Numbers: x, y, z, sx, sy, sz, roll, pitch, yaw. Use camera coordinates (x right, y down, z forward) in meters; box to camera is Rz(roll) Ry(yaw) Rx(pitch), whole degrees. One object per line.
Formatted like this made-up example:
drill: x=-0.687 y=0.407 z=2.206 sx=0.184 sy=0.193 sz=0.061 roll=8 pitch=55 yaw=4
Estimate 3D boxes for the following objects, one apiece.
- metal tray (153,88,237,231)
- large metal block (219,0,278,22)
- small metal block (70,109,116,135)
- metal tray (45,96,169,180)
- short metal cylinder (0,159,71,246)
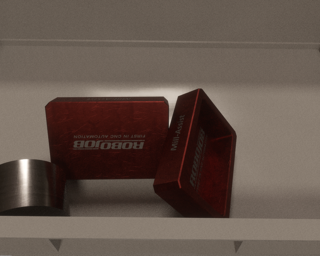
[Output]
metal tray: x=0.045 y=0.032 z=0.337 sx=0.030 sy=0.090 sz=0.130 roll=-18 pitch=40 yaw=36
large metal block: x=0.175 y=-0.261 z=0.613 sx=0.081 sy=0.050 sz=0.080 roll=-18 pitch=53 yaw=-15
small metal block: x=-0.084 y=-0.001 z=0.405 sx=0.050 sy=0.025 sz=0.050 roll=10 pitch=51 yaw=8
metal tray: x=-0.056 y=0.011 z=0.351 sx=0.131 sy=0.089 sz=0.030 roll=-1 pitch=16 yaw=-1
short metal cylinder: x=-0.132 y=0.075 z=0.305 sx=0.081 sy=0.080 sz=0.050 roll=-12 pitch=51 yaw=-11
